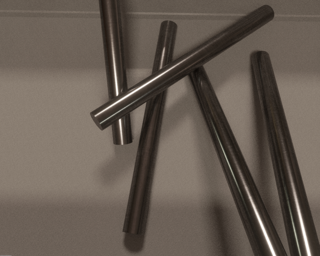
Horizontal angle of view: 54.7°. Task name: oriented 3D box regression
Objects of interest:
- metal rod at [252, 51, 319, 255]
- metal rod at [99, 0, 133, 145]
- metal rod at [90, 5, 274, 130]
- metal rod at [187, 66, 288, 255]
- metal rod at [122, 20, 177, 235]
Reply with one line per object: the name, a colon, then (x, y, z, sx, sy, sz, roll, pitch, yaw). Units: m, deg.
metal rod: (0.135, 0.010, 0.351, 0.025, 0.025, 0.300, 5, 48, 1)
metal rod: (-0.059, -0.127, 0.378, 0.025, 0.025, 0.298, -5, 101, -2)
metal rod: (0.043, -0.089, 0.408, 0.302, 0.025, 0.025, -35, 74, -20)
metal rod: (0.071, 0.014, 0.344, 0.025, 0.025, 0.300, -9, 47, -4)
metal rod: (-0.009, -0.015, 0.414, 0.025, 0.025, 0.299, 8, 70, 3)
